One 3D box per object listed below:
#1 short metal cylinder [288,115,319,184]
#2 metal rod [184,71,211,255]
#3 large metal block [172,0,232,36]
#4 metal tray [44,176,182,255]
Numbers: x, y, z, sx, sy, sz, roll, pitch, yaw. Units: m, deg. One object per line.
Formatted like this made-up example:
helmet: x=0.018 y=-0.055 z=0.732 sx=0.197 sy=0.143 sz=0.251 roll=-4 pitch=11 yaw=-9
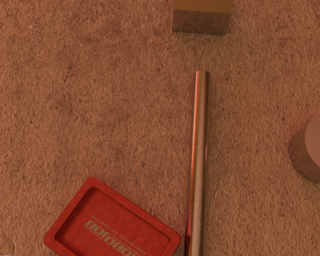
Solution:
short metal cylinder: x=0.211 y=0.026 z=0.388 sx=0.081 sy=0.050 sz=0.080 roll=0 pitch=70 yaw=0
metal rod: x=0.047 y=0.066 z=0.384 sx=0.025 sy=0.025 sz=0.299 roll=5 pitch=70 yaw=1
large metal block: x=0.062 y=-0.190 z=0.465 sx=0.081 sy=0.050 sz=0.080 roll=5 pitch=70 yaw=1
metal tray: x=-0.053 y=0.128 z=0.357 sx=0.130 sy=0.030 sz=0.090 roll=32 pitch=73 yaw=10
